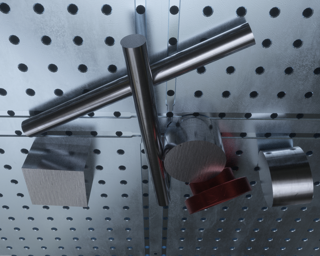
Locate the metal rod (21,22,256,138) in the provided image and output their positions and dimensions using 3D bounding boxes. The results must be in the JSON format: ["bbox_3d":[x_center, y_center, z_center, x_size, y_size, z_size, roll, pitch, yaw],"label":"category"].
[{"bbox_3d":[-0.039,-0.050,0.368,0.300,0.025,0.025,-20,127,16],"label":"metal rod"}]

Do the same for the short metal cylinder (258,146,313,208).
[{"bbox_3d":[0.173,0.068,0.435,0.050,0.080,0.080,-8,130,6],"label":"short metal cylinder"}]

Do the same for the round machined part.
[{"bbox_3d":[0.081,0.090,0.458,0.099,0.042,0.098,-19,162,-6],"label":"round machined part"}]

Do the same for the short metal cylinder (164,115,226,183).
[{"bbox_3d":[0.046,0.029,0.420,0.080,0.050,0.079,0,130,0],"label":"short metal cylinder"}]

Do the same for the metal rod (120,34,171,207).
[{"bbox_3d":[-0.010,0.018,0.404,0.025,0.025,0.298,-5,137,4],"label":"metal rod"}]

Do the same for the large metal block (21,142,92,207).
[{"bbox_3d":[-0.145,0.069,0.453,0.081,0.050,0.079,4,130,-3],"label":"large metal block"}]
